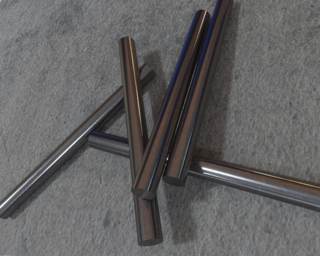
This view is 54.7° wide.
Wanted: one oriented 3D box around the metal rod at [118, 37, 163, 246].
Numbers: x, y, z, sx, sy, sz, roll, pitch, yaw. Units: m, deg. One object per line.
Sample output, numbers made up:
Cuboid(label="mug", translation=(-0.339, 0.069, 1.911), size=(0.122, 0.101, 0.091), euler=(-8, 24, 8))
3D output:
Cuboid(label="metal rod", translation=(-0.030, -0.009, 0.390), size=(0.025, 0.025, 0.299), euler=(-21, 54, 15))

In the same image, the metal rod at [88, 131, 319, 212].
Cuboid(label="metal rod", translation=(0.032, 0.042, 0.360), size=(0.300, 0.025, 0.025), euler=(11, 68, 32))

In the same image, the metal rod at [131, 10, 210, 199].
Cuboid(label="metal rod", translation=(0.024, -0.053, 0.390), size=(0.025, 0.025, 0.300), euler=(-1, 51, 27))

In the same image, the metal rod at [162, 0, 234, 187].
Cuboid(label="metal rod", translation=(0.057, -0.068, 0.396), size=(0.025, 0.025, 0.300), euler=(1, 56, 28))

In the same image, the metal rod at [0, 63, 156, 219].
Cuboid(label="metal rod", translation=(-0.122, 0.017, 0.454), size=(0.300, 0.025, 0.025), euler=(-44, 51, -3))
